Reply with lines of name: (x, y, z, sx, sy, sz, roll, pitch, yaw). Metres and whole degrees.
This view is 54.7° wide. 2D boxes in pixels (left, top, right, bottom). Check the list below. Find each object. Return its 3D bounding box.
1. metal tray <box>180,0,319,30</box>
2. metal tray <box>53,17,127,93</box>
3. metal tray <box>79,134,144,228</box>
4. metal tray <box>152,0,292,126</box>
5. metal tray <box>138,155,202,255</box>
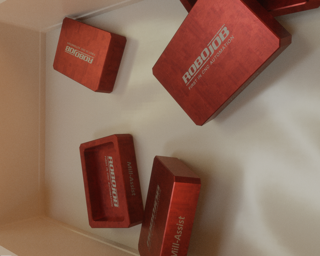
metal tray: (0.078, -0.145, 0.296, 0.130, 0.090, 0.030, 1, 63, 39)
metal tray: (-0.117, -0.119, 0.497, 0.130, 0.030, 0.089, 29, 108, 36)
metal tray: (-0.074, 0.080, 0.461, 0.090, 0.030, 0.129, -15, 80, 38)
metal tray: (0.056, -0.074, 0.324, 0.090, 0.030, 0.129, 51, 134, 11)
metal tray: (0.007, 0.106, 0.364, 0.090, 0.030, 0.129, -145, 65, -72)
